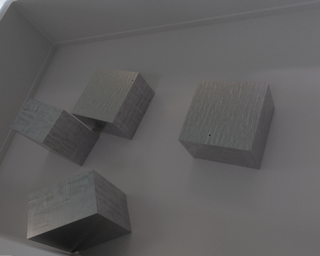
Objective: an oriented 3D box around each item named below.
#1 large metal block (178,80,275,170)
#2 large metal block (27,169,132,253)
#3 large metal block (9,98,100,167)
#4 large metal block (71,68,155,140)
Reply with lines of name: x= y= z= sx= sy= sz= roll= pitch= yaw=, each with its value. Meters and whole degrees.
large metal block: x=0.078 y=-0.006 z=0.352 sx=0.080 sy=0.050 sz=0.080 roll=8 pitch=66 yaw=31
large metal block: x=-0.089 y=0.098 z=0.353 sx=0.080 sy=0.080 sz=0.050 roll=-22 pitch=53 yaw=9
large metal block: x=-0.150 y=0.006 z=0.445 sx=0.080 sy=0.080 sz=0.050 roll=17 pitch=71 yaw=35
large metal block: x=-0.067 y=-0.036 z=0.447 sx=0.080 sy=0.050 sz=0.080 roll=13 pitch=68 yaw=33
